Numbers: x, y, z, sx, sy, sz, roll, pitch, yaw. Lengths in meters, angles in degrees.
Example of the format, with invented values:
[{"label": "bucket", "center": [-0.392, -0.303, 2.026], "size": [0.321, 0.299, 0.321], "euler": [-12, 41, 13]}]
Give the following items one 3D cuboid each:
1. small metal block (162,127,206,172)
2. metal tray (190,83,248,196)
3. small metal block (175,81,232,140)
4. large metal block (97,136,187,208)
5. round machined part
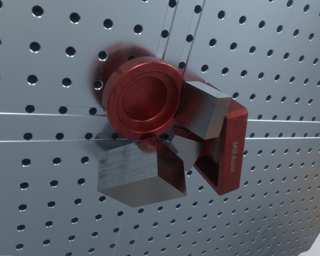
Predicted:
[{"label": "small metal block", "center": [0.029, 0.030, 0.441], "size": [0.050, 0.025, 0.050], "euler": [17, 114, -24]}, {"label": "metal tray", "center": [0.073, 0.015, 0.420], "size": [0.030, 0.090, 0.129], "euler": [-17, 125, -19]}, {"label": "small metal block", "center": [0.049, -0.021, 0.357], "size": [0.025, 0.050, 0.050], "euler": [-9, 122, -41]}, {"label": "large metal block", "center": [-0.021, 0.059, 0.392], "size": [0.080, 0.050, 0.080], "euler": [-17, 146, 21]}, {"label": "round machined part", "center": [-0.021, -0.038, 0.366], "size": [0.099, 0.042, 0.097], "euler": [-14, 125, -21]}]
